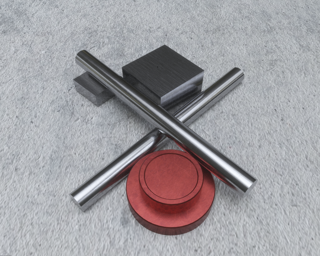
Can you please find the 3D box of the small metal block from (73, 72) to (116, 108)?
[{"bbox_3d":[-0.090,-0.063,0.458,0.050,0.025,0.050,35,58,25],"label":"small metal block"}]

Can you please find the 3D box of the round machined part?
[{"bbox_3d":[0.012,0.062,0.341,0.099,0.042,0.098,0,50,0],"label":"round machined part"}]

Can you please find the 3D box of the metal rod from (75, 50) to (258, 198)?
[{"bbox_3d":[-0.011,-0.020,0.389,0.025,0.025,0.300,-36,59,-27],"label":"metal rod"}]

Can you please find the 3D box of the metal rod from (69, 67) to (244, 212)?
[{"bbox_3d":[0.014,0.000,0.407,0.025,0.025,0.302,37,59,26],"label":"metal rod"}]

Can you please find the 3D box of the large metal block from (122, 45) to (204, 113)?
[{"bbox_3d":[0.004,-0.066,0.445,0.080,0.050,0.080,-34,58,-26],"label":"large metal block"}]
